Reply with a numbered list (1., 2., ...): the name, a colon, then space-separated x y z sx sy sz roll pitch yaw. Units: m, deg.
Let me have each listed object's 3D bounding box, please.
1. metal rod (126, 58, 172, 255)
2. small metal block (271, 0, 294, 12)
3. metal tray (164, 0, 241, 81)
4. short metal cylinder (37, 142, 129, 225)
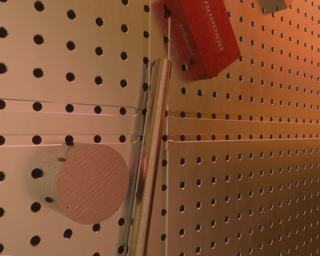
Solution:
1. metal rod: -0.016 0.058 0.397 0.025 0.025 0.298 13 82 -40
2. small metal block: 0.242 -0.269 0.615 0.050 0.025 0.050 -51 120 -28
3. metal tray: 0.067 -0.148 0.465 0.091 0.030 0.129 -39 114 -33
4. short metal cylinder: -0.080 0.056 0.327 0.081 0.050 0.079 0 90 -40
